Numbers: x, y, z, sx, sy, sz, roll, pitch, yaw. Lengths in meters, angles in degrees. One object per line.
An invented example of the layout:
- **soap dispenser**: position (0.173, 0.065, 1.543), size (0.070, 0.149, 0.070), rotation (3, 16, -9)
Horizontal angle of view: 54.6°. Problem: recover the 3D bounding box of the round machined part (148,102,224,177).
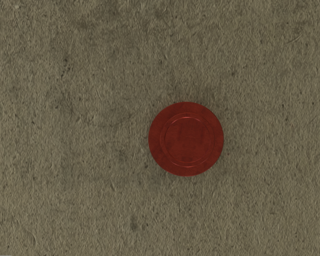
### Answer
- **round machined part**: position (0.034, 0.015, 0.402), size (0.099, 0.042, 0.097), rotation (0, 90, 0)
